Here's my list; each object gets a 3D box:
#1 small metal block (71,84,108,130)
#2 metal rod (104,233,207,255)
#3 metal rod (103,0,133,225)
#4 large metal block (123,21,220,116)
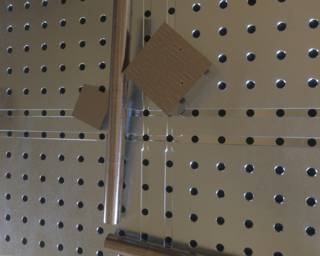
[{"bbox_3d":[-0.092,-0.030,0.445,0.050,0.025,0.050,26,99,18],"label":"small metal block"},{"bbox_3d":[0.068,0.176,0.388,0.301,0.025,0.025,6,92,19],"label":"metal rod"},{"bbox_3d":[-0.057,-0.017,0.416,0.025,0.025,0.298,7,98,20],"label":"metal rod"},{"bbox_3d":[0.015,-0.072,0.394,0.080,0.050,0.080,45,104,14],"label":"large metal block"}]
